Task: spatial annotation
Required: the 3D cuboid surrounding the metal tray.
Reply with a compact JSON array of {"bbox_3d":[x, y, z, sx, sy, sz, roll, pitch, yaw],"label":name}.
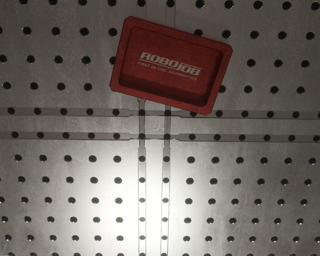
[{"bbox_3d":[0.012,-0.076,0.382,0.131,0.030,0.089,14,109,-6],"label":"metal tray"}]
